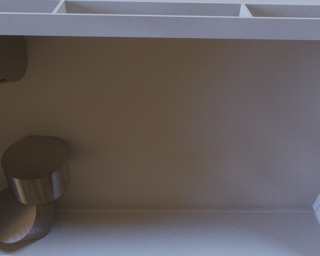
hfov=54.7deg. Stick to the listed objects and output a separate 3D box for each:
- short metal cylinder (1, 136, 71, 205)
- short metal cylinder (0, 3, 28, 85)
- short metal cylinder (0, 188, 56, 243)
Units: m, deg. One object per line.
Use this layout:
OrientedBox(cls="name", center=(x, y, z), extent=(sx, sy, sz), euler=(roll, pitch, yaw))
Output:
OrientedBox(cls="short metal cylinder", center=(-0.165, 0.055, 0.418), extent=(0.081, 0.080, 0.050), euler=(4, 130, -4))
OrientedBox(cls="short metal cylinder", center=(-0.176, -0.080, 0.302), extent=(0.050, 0.080, 0.080), euler=(-10, 130, 8))
OrientedBox(cls="short metal cylinder", center=(-0.208, 0.130, 0.472), extent=(0.080, 0.080, 0.050), euler=(-14, 163, 11))
